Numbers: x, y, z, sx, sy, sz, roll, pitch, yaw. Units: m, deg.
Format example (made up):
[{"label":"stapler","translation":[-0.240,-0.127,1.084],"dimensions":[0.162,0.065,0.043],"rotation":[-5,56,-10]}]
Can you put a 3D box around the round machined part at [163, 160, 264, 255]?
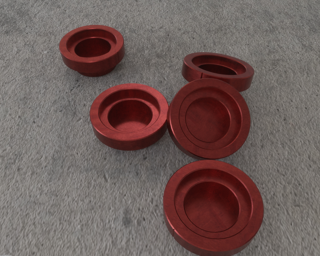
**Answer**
[{"label":"round machined part","translation":[0.052,0.085,0.321],"dimensions":[0.099,0.042,0.098],"rotation":[0,50,0]}]

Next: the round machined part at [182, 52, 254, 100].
[{"label":"round machined part","translation":[0.079,-0.071,0.439],"dimensions":[0.099,0.042,0.098],"rotation":[6,32,-4]}]

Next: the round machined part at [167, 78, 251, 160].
[{"label":"round machined part","translation":[0.056,-0.008,0.381],"dimensions":[0.099,0.042,0.098],"rotation":[2,79,-9]}]

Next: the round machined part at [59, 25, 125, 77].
[{"label":"round machined part","translation":[-0.105,-0.118,0.491],"dimensions":[0.099,0.042,0.098],"rotation":[0,50,0]}]

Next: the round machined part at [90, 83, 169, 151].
[{"label":"round machined part","translation":[-0.037,-0.010,0.400],"dimensions":[0.099,0.042,0.098],"rotation":[0,50,0]}]
